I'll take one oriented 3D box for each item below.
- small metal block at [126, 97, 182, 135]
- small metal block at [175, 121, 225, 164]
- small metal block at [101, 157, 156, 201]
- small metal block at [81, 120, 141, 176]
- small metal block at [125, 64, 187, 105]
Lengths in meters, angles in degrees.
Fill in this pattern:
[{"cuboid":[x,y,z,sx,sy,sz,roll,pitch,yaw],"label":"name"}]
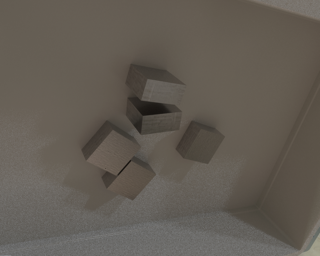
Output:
[{"cuboid":[-0.008,-0.017,0.379,0.050,0.050,0.025,-7,122,-25],"label":"small metal block"},{"cuboid":[0.059,0.022,0.457,0.050,0.025,0.050,17,110,-35],"label":"small metal block"},{"cuboid":[-0.043,0.067,0.428,0.050,0.025,0.050,-49,129,6],"label":"small metal block"},{"cuboid":[-0.061,0.026,0.393,0.050,0.025,0.050,-49,129,6],"label":"small metal block"},{"cuboid":[-0.006,-0.051,0.359,0.050,0.050,0.025,4,116,-31],"label":"small metal block"}]
